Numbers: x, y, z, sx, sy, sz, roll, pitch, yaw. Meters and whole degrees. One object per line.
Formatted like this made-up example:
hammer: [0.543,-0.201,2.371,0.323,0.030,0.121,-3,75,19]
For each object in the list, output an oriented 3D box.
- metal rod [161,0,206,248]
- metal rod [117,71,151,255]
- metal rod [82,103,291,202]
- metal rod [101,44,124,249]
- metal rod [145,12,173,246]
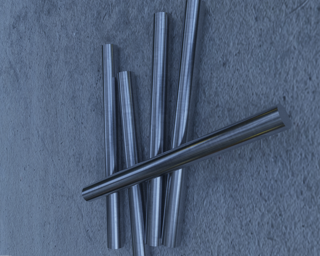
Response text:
metal rod: [0.028,-0.002,0.381,0.025,0.025,0.298,9,96,39]
metal rod: [-0.035,0.070,0.433,0.025,0.025,0.298,-9,84,39]
metal rod: [0.004,0.043,0.367,0.299,0.025,0.025,-26,74,36]
metal rod: [-0.070,0.026,0.463,0.025,0.025,0.298,-3,88,40]
metal rod: [-0.002,0.003,0.406,0.025,0.025,0.298,4,92,40]
